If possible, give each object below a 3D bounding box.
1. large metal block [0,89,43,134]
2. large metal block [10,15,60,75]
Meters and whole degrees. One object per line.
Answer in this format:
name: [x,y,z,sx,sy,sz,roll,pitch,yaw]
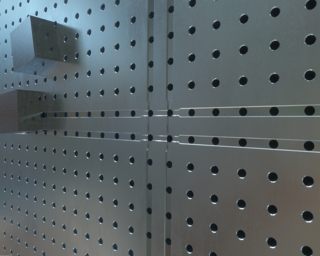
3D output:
large metal block: [-0.283,-0.031,0.629,0.080,0.050,0.080,-5,87,40]
large metal block: [-0.240,-0.155,0.594,0.080,0.050,0.080,-16,80,39]
